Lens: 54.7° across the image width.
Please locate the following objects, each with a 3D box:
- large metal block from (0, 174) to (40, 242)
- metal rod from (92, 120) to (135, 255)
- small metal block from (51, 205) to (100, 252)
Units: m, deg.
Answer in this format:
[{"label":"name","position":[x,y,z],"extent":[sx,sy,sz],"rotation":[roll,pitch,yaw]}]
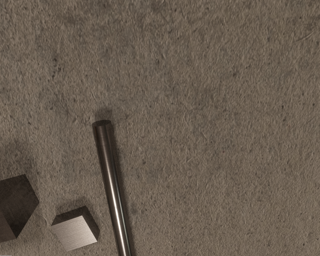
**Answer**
[{"label":"large metal block","position":[-0.225,0.113,0.419],"extent":[0.080,0.080,0.050],"rotation":[-15,110,5]},{"label":"metal rod","position":[-0.060,0.132,0.457],"extent":[0.025,0.025,0.298],"rotation":[-6,110,2]},{"label":"small metal block","position":[-0.125,0.151,0.464],"extent":[0.050,0.025,0.050],"rotation":[-20,109,7]}]
